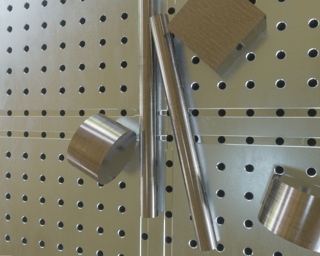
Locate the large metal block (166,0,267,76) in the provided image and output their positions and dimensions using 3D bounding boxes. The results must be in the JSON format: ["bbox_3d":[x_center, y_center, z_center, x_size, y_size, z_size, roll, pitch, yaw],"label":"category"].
[{"bbox_3d":[0.069,-0.122,0.375,0.080,0.050,0.080,46,104,14],"label":"large metal block"}]

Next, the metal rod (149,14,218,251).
[{"bbox_3d":[0.029,0.004,0.394,0.025,0.025,0.298,-13,89,19],"label":"metal rod"}]

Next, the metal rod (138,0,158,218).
[{"bbox_3d":[-0.016,-0.031,0.418,0.025,0.025,0.298,-1,90,20],"label":"metal rod"}]

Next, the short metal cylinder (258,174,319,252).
[{"bbox_3d":[0.152,0.088,0.330,0.080,0.080,0.050,19,97,19],"label":"short metal cylinder"}]

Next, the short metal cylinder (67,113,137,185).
[{"bbox_3d":[-0.075,0.027,0.410,0.050,0.080,0.080,29,99,17],"label":"short metal cylinder"}]
